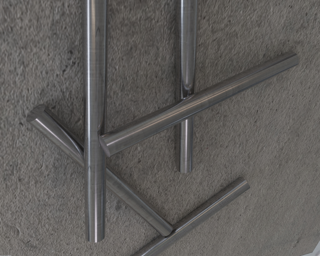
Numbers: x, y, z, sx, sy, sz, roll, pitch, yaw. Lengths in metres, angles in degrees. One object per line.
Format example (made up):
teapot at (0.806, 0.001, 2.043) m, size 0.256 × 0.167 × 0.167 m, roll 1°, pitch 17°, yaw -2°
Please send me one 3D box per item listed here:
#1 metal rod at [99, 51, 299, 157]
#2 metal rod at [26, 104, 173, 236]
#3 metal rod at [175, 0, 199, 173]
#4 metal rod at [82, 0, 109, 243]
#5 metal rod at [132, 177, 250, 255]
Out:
metal rod at (0.066, -0.040, 0.388) m, size 0.302 × 0.025 × 0.025 m, roll -26°, pitch 128°, yaw -24°
metal rod at (-0.060, 0.076, 0.420) m, size 0.025 × 0.025 × 0.300 m, roll -39°, pitch 129°, yaw -2°
metal rod at (0.032, -0.066, 0.382) m, size 0.025 × 0.025 × 0.298 m, roll -15°, pitch 125°, yaw -20°
metal rod at (-0.071, -0.001, 0.342) m, size 0.025 × 0.025 × 0.298 m, roll -6°, pitch 114°, yaw -25°
metal rod at (0.028, 0.181, 0.533) m, size 0.301 × 0.025 × 0.025 m, roll -34°, pitch 129°, yaw -6°
